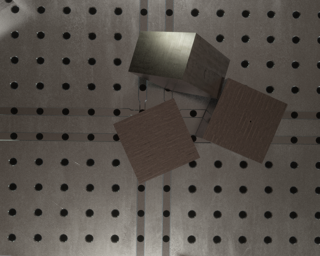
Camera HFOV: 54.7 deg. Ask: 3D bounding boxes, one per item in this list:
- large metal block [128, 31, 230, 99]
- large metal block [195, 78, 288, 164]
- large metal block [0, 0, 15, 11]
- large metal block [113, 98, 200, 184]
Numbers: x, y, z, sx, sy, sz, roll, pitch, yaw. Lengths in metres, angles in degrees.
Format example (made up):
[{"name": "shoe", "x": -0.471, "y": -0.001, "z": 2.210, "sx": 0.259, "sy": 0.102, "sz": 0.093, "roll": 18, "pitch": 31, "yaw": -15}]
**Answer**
[{"name": "large metal block", "x": 0.024, "y": -0.075, "z": 0.370, "sx": 0.080, "sy": 0.080, "sz": 0.050, "roll": 16, "pitch": 90, "yaw": 39}, {"name": "large metal block", "x": 0.102, "y": -0.009, "z": 0.400, "sx": 0.080, "sy": 0.050, "sz": 0.080, "roll": 23, "pitch": 90, "yaw": -3}, {"name": "large metal block", "x": -0.254, "y": -0.184, "z": 0.397, "sx": 0.080, "sy": 0.050, "sz": 0.080, "roll": -33, "pitch": 90, "yaw": 0}, {"name": "large metal block", "x": -0.004, "y": 0.016, "z": 0.401, "sx": 0.080, "sy": 0.050, "sz": 0.080, "roll": -24, "pitch": 90, "yaw": -1}]
